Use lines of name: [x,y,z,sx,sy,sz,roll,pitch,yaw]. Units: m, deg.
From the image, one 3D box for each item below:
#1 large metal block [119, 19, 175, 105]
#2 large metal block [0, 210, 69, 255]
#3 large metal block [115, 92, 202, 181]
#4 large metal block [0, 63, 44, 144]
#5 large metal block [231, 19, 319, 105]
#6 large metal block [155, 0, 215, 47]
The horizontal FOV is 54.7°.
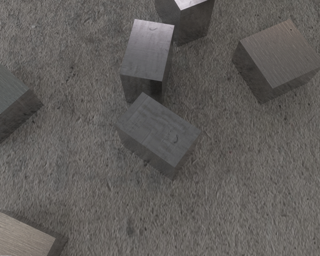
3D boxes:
large metal block: [-0.014,-0.081,0.408,0.050,0.080,0.080,11,70,4]
large metal block: [-0.162,0.144,0.341,0.080,0.050,0.080,22,71,8]
large metal block: [-0.002,0.013,0.374,0.080,0.080,0.050,35,74,11]
large metal block: [-0.219,-0.037,0.407,0.080,0.050,0.080,39,75,13]
large metal block: [0.159,-0.091,0.429,0.080,0.050,0.080,-25,72,-9]
large metal block: [0.032,-0.179,0.444,0.050,0.080,0.080,-24,72,-8]
